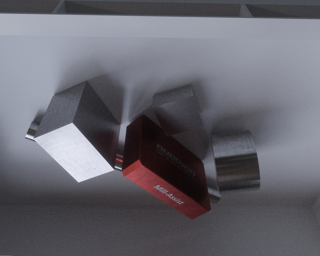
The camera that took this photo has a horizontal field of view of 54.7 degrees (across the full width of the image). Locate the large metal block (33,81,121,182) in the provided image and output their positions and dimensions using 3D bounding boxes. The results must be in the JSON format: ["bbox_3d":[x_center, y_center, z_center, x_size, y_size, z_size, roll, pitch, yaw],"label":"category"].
[{"bbox_3d":[-0.093,0.004,0.373,0.050,0.080,0.080,-21,127,16],"label":"large metal block"}]

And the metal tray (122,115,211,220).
[{"bbox_3d":[0.011,0.052,0.408,0.030,0.090,0.130,-36,122,26],"label":"metal tray"}]

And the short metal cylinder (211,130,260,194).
[{"bbox_3d":[0.098,0.045,0.411,0.050,0.080,0.080,-8,130,8],"label":"short metal cylinder"}]

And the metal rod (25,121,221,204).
[{"bbox_3d":[-0.040,0.056,0.455,0.302,0.025,0.025,22,126,-19],"label":"metal rod"}]

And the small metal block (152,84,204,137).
[{"bbox_3d":[0.023,-0.021,0.388,0.050,0.025,0.050,-16,129,12],"label":"small metal block"}]
